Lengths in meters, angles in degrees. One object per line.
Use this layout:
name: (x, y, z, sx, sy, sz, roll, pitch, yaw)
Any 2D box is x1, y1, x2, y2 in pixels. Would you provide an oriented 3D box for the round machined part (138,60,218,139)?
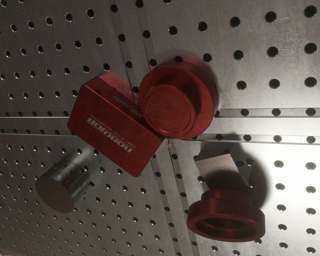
round machined part: (0.017, -0.028, 0.373, 0.098, 0.042, 0.097, 13, 124, 20)

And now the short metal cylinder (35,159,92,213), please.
short metal cylinder: (-0.169, 0.103, 0.545, 0.080, 0.050, 0.079, 13, 124, 20)

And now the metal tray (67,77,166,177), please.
metal tray: (-0.062, 0.001, 0.440, 0.130, 0.030, 0.089, 36, 129, 4)

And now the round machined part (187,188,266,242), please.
round machined part: (0.087, 0.113, 0.408, 0.099, 0.042, 0.097, 7, 144, 6)

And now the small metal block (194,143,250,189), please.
small metal block: (0.081, 0.052, 0.400, 0.050, 0.025, 0.050, -18, 109, 35)
